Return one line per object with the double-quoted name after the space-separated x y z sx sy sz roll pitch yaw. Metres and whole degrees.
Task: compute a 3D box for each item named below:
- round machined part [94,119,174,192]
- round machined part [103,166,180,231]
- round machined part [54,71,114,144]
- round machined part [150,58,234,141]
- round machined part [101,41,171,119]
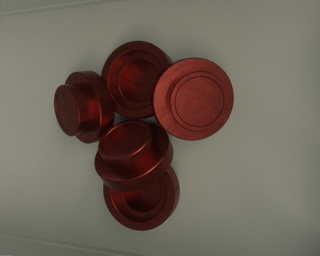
-0.036 0.026 0.382 0.098 0.098 0.042 -7 132 20 "round machined part"
-0.021 0.080 0.406 0.098 0.042 0.097 0 90 20 "round machined part"
-0.107 -0.026 0.414 0.098 0.042 0.097 17 113 44 "round machined part"
0.040 -0.033 0.361 0.099 0.042 0.097 -2 101 -10 "round machined part"
-0.024 -0.061 0.407 0.098 0.042 0.097 0 90 20 "round machined part"
